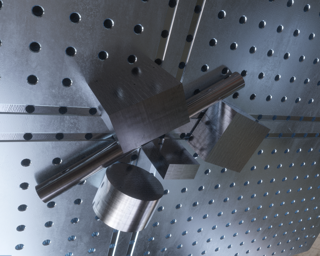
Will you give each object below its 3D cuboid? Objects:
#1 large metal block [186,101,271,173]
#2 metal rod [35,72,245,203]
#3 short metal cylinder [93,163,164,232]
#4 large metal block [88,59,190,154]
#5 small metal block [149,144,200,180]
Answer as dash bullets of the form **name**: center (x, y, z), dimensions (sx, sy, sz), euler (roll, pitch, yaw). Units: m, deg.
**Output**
- **large metal block**: center (0.100, 0.012, 0.456), dimensions (0.080, 0.050, 0.080), euler (21, 107, -36)
- **metal rod**: center (-0.018, 0.007, 0.406), dimensions (0.301, 0.025, 0.025), euler (-30, 129, -9)
- **short metal cylinder**: center (-0.042, 0.090, 0.409), dimensions (0.081, 0.080, 0.050), euler (12, 112, -34)
- **large metal block**: center (-0.025, -0.028, 0.347), dimensions (0.080, 0.080, 0.050), euler (-25, 128, -13)
- **small metal block**: center (0.020, 0.048, 0.437), dimensions (0.050, 0.050, 0.025), euler (5, 116, -31)
